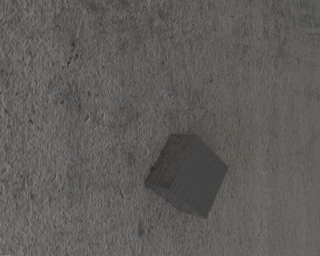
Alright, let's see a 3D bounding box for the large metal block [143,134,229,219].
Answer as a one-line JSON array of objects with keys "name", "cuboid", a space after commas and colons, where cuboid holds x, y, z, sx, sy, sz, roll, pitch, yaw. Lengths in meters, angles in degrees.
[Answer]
[{"name": "large metal block", "cuboid": [0.038, 0.064, 0.419, 0.080, 0.050, 0.080, 43, 64, -31]}]
